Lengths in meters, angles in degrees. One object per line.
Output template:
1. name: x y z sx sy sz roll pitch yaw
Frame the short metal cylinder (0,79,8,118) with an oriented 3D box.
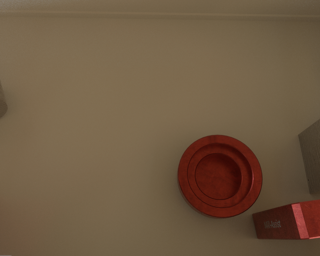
1. short metal cylinder: -0.243 -0.041 0.392 0.080 0.080 0.050 -21 72 -8

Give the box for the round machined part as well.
1. round machined part: 0.070 0.061 0.379 0.099 0.042 0.098 0 70 -1

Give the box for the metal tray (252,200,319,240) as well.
1. metal tray: 0.160 0.094 0.322 0.091 0.130 0.030 -7 71 -3

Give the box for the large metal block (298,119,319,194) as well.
1. large metal block: 0.215 0.033 0.371 0.050 0.080 0.080 -2 70 -1
